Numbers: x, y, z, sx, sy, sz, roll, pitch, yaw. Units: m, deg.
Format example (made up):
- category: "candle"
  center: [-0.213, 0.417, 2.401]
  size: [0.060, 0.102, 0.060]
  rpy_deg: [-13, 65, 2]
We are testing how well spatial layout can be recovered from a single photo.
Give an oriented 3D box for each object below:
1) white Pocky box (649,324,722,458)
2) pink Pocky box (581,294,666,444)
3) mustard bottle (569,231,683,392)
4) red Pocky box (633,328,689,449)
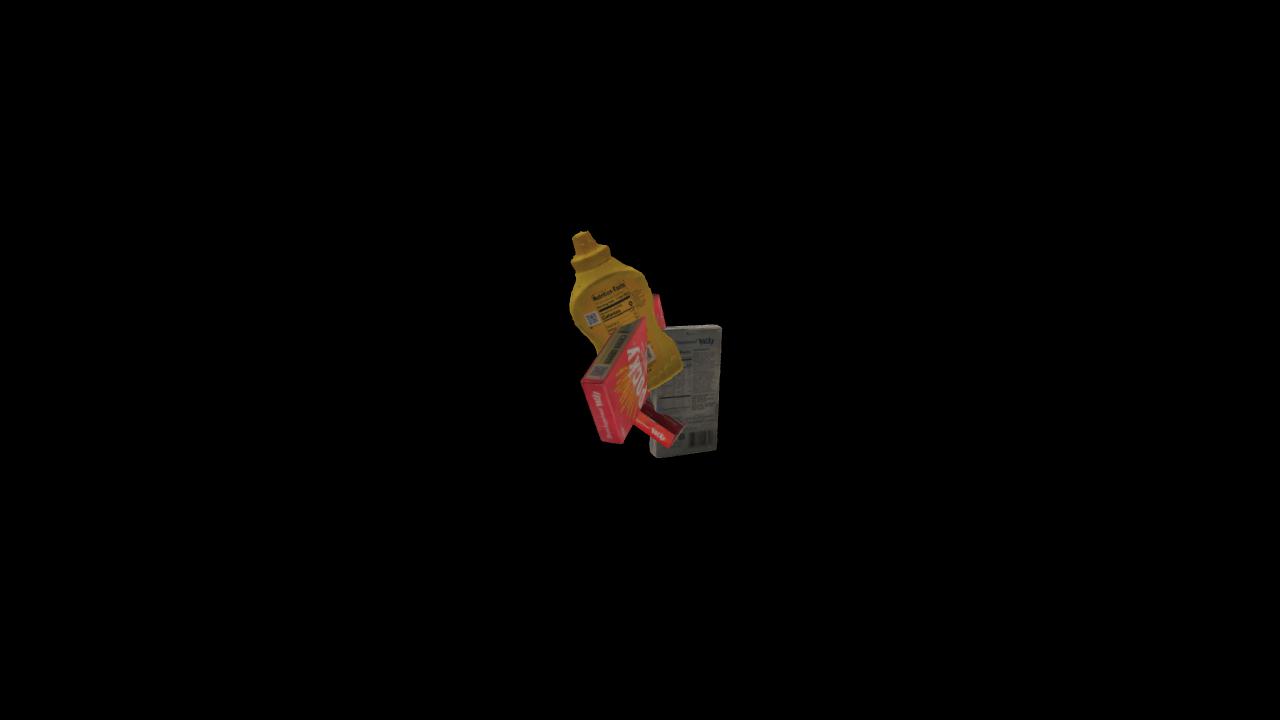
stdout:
- category: "white Pocky box"
  center: [0.053, 0.036, 0.728]
  size: [0.084, 0.154, 0.028]
  rpy_deg: [-4, 13, -20]
- category: "pink Pocky box"
  center: [-0.010, 0.006, 0.653]
  size: [0.029, 0.084, 0.155]
  rpy_deg: [5, 41, 25]
- category: "mustard bottle"
  center: [-0.026, -0.052, 0.659]
  size: [0.092, 0.184, 0.054]
  rpy_deg: [-25, 20, -1]
- category: "red Pocky box"
  center: [0.036, 0.045, 0.768]
  size: [0.083, 0.028, 0.155]
  rpy_deg: [36, 33, 10]
